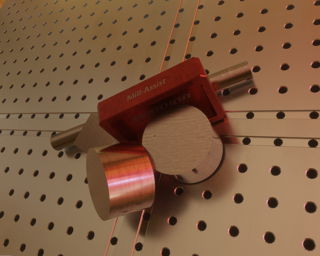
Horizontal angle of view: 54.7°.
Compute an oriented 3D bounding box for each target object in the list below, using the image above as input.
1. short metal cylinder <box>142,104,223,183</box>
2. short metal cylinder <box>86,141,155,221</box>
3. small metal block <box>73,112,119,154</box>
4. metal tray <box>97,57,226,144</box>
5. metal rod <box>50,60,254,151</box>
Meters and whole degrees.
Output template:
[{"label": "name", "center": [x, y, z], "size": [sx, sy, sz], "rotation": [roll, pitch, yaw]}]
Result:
[{"label": "short metal cylinder", "center": [0.027, 0.019, 0.355], "size": [0.080, 0.050, 0.080], "rotation": [-8, 67, 21]}, {"label": "short metal cylinder", "center": [-0.047, 0.058, 0.348], "size": [0.050, 0.079, 0.080], "rotation": [-9, 45, -28]}, {"label": "small metal block", "center": [-0.081, 0.014, 0.421], "size": [0.050, 0.025, 0.050], "rotation": [33, 96, 19]}, {"label": "metal tray", "center": [0.004, -0.021, 0.373], "size": [0.130, 0.090, 0.030], "rotation": [-24, 53, 13]}, {"label": "metal rod", "center": [-0.023, -0.025, 0.431], "size": [0.301, 0.025, 0.025], "rotation": [-19, 54, 16]}]
